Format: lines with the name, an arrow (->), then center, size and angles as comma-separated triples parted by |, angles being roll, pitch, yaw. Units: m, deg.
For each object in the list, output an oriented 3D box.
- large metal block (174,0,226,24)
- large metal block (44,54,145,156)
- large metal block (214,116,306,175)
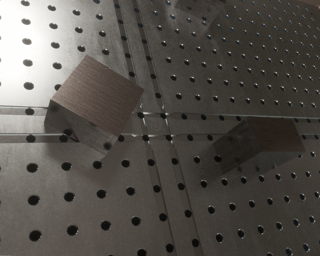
large metal block -> 0.077, -0.260, 0.594 | 0.081, 0.050, 0.080 | 18, 55, -19
large metal block -> -0.076, -0.027, 0.368 | 0.080, 0.050, 0.080 | 31, 52, -9
large metal block -> 0.136, 0.027, 0.432 | 0.081, 0.080, 0.050 | 2, 61, -28
